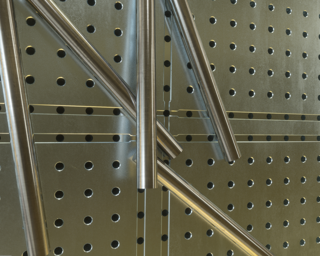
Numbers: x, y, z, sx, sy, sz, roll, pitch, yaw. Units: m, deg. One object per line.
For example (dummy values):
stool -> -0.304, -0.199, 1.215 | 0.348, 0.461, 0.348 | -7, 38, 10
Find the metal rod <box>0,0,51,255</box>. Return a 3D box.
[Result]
metal rod -> -0.159, -0.001, 0.353 | 0.025, 0.025, 0.298 | -8, 93, -20

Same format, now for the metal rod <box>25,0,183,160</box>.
metal rod -> -0.075, -0.075, 0.385 | 0.025, 0.025, 0.300 | -45, 105, -15

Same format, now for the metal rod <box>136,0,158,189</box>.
metal rod -> -0.018, -0.077, 0.386 | 0.025, 0.025, 0.298 | 2, 82, -20

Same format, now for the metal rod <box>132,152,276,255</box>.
metal rod -> 0.081, 0.128, 0.444 | 0.300, 0.025, 0.025 | 41, 77, -16

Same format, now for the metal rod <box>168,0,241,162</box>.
metal rod -> 0.054, -0.094, 0.433 | 0.025, 0.025, 0.298 | -23, 98, -19
